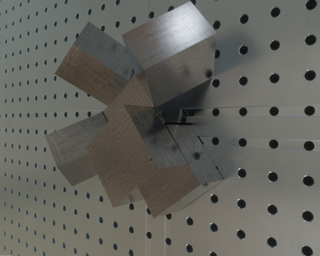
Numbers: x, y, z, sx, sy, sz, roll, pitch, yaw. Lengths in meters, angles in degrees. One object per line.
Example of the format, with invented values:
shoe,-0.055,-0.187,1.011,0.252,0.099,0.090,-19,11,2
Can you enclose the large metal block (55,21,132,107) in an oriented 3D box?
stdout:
large metal block,-0.084,-0.088,0.424,0.050,0.080,0.080,-45,24,31

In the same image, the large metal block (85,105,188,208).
large metal block,-0.029,0.031,0.351,0.080,0.050,0.080,-44,64,30

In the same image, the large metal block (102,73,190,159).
large metal block,-0.021,-0.014,0.411,0.080,0.050,0.080,-46,63,30

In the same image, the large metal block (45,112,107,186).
large metal block,-0.105,0.032,0.442,0.050,0.080,0.080,60,165,24

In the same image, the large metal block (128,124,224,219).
large metal block,0.016,0.052,0.380,0.080,0.050,0.080,-43,63,30

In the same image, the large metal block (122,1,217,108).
large metal block,0.013,-0.078,0.343,0.080,0.080,0.050,-28,66,-6
